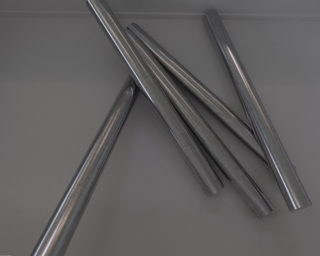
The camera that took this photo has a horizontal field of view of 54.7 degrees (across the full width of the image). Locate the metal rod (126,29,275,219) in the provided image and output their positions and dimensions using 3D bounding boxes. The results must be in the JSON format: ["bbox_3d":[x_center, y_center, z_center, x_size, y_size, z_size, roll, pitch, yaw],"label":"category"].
[{"bbox_3d":[0.040,-0.014,0.406,0.025,0.025,0.299,-35,77,-12],"label":"metal rod"}]

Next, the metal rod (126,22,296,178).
[{"bbox_3d":[0.059,-0.044,0.425,0.025,0.025,0.300,-42,75,-14],"label":"metal rod"}]

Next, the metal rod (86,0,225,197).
[{"bbox_3d":[-0.010,-0.047,0.401,0.025,0.025,0.299,-31,83,-11],"label":"metal rod"}]

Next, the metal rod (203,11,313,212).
[{"bbox_3d":[0.116,-0.040,0.405,0.025,0.025,0.299,-14,64,-5],"label":"metal rod"}]

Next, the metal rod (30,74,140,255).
[{"bbox_3d":[-0.067,0.030,0.332,0.025,0.025,0.301,14,45,5],"label":"metal rod"}]
